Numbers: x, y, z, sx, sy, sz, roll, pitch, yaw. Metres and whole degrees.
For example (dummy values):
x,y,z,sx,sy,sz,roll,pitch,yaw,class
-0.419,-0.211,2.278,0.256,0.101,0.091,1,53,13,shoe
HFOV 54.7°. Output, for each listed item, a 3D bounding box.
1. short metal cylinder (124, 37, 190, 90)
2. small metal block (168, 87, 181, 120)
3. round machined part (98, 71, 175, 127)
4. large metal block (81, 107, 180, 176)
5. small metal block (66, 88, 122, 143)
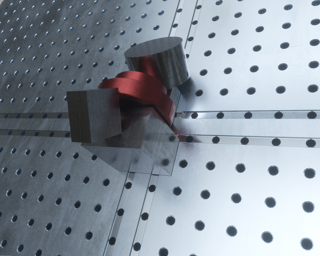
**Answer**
x,y,z,sx,sy,sz,roll,pitch,yaw,class
-0.003,-0.088,0.425,0.080,0.050,0.080,-12,28,7,short metal cylinder
-0.004,-0.034,0.429,0.050,0.025,0.050,1,62,28,small metal block
-0.029,-0.034,0.382,0.098,0.098,0.042,1,62,28,round machined part
-0.033,0.017,0.377,0.080,0.080,0.050,1,62,28,large metal block
-0.066,-0.015,0.318,0.025,0.050,0.050,2,101,28,small metal block
